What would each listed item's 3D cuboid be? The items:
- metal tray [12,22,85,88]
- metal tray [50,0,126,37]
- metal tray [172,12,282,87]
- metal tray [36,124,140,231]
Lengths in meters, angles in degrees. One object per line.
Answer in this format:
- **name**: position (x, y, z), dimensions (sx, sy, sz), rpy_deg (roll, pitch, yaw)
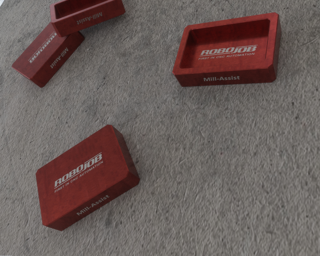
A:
- **metal tray**: position (-0.220, -0.149, 0.607), dimensions (0.090, 0.030, 0.130), rpy_deg (29, 78, 37)
- **metal tray**: position (-0.139, -0.225, 0.585), dimensions (0.131, 0.030, 0.090), rpy_deg (-22, 45, -2)
- **metal tray**: position (0.089, -0.103, 0.416), dimensions (0.130, 0.030, 0.090), rpy_deg (1, 62, 28)
- **metal tray**: position (-0.100, 0.065, 0.413), dimensions (0.130, 0.030, 0.090), rpy_deg (-32, 52, 7)
